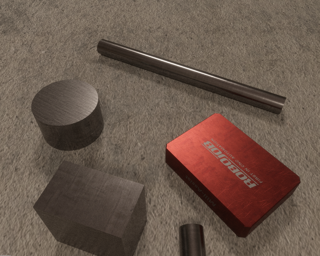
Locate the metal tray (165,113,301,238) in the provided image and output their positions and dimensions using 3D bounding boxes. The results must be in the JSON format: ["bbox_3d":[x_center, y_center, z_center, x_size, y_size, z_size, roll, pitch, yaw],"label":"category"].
[{"bbox_3d":[0.080,0.048,0.361,0.091,0.030,0.130,-31,57,-24],"label":"metal tray"}]

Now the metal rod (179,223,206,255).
[{"bbox_3d":[0.033,0.217,0.220,0.025,0.025,0.300,0,50,-1],"label":"metal rod"}]

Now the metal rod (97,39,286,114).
[{"bbox_3d":[0.037,-0.083,0.473,0.301,0.025,0.025,21,53,16],"label":"metal rod"}]

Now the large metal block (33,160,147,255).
[{"bbox_3d":[-0.060,0.084,0.297,0.080,0.080,0.050,15,52,12],"label":"large metal block"}]

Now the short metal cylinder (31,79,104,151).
[{"bbox_3d":[-0.117,-0.017,0.400,0.081,0.050,0.080,0,50,0],"label":"short metal cylinder"}]
